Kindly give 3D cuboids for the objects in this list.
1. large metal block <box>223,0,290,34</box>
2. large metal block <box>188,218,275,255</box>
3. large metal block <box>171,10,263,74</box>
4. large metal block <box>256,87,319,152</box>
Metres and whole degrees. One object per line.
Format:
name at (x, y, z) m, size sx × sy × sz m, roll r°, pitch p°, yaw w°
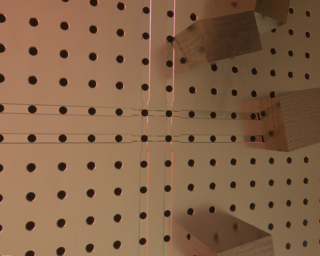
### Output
large metal block at (0.133, -0.179, 0.432) m, size 0.050 × 0.080 × 0.080 m, roll 11°, pitch 86°, yaw -20°
large metal block at (0.095, 0.166, 0.418) m, size 0.081 × 0.080 × 0.050 m, roll -10°, pitch 94°, yaw -20°
large metal block at (0.072, -0.111, 0.409) m, size 0.081 × 0.080 × 0.050 m, roll -17°, pitch 96°, yaw -19°
large metal block at (0.203, -0.013, 0.474) m, size 0.081 × 0.050 × 0.080 m, roll -14°, pitch 95°, yaw -20°
